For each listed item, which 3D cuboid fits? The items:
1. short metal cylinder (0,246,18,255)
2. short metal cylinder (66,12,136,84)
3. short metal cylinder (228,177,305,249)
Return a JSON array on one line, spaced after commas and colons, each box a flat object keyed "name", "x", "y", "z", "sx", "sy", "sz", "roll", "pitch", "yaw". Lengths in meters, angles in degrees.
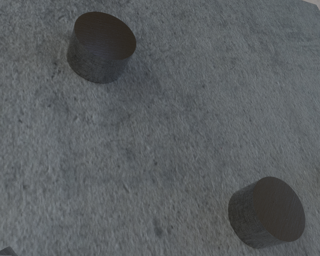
[{"name": "short metal cylinder", "x": -0.127, "y": 0.133, "z": 0.219, "sx": 0.050, "sy": 0.080, "sz": 0.080, "roll": 48, "pitch": 51, "yaw": 5}, {"name": "short metal cylinder", "x": -0.078, "y": -0.106, "z": 0.411, "sx": 0.081, "sy": 0.050, "sz": 0.080, "roll": 14, "pitch": 56, "yaw": -21}, {"name": "short metal cylinder", "x": 0.136, "y": 0.109, "z": 0.397, "sx": 0.081, "sy": 0.050, "sz": 0.080, "roll": 14, "pitch": 56, "yaw": -21}]
